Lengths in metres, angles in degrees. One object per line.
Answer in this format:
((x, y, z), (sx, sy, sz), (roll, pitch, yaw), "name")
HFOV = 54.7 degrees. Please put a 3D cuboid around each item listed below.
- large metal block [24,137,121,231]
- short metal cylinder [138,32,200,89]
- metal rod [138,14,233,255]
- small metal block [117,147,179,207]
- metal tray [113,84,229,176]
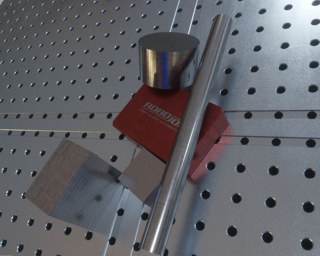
((-0.100, 0.070, 0.381), (0.050, 0.080, 0.080), (21, 73, 35), "large metal block")
((0.012, -0.093, 0.419), (0.081, 0.050, 0.080), (0, 34, 0), "short metal cylinder")
((0.038, -0.011, 0.355), (0.025, 0.025, 0.300), (6, 64, 30), "metal rod")
((-0.015, 0.060, 0.378), (0.050, 0.025, 0.050), (34, 81, 38), "small metal block")
((0.010, -0.007, 0.403), (0.130, 0.030, 0.090), (31, 78, 37), "metal tray")
